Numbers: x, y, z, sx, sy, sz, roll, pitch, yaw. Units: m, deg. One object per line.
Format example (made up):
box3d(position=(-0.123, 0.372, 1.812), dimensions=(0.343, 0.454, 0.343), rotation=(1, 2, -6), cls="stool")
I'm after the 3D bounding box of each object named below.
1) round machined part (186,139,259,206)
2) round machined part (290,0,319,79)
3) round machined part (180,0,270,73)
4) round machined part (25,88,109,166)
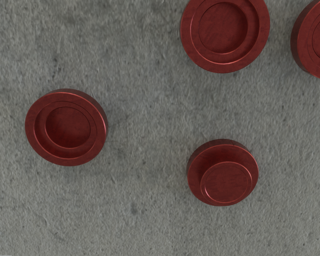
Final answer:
box3d(position=(0.087, 0.068, 0.427), dimensions=(0.099, 0.042, 0.097), rotation=(0, 110, -1), cls="round machined part")
box3d(position=(0.202, -0.108, 0.364), dimensions=(0.099, 0.042, 0.097), rotation=(0, 110, -1), cls="round machined part")
box3d(position=(0.072, -0.116, 0.359), dimensions=(0.099, 0.042, 0.097), rotation=(0, 110, -1), cls="round machined part")
box3d(position=(-0.115, -0.003, 0.398), dimensions=(0.099, 0.042, 0.097), rotation=(0, 110, -1), cls="round machined part")
